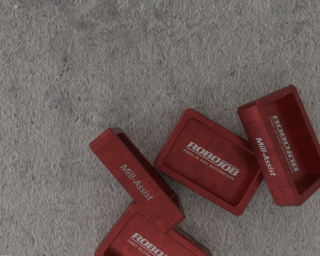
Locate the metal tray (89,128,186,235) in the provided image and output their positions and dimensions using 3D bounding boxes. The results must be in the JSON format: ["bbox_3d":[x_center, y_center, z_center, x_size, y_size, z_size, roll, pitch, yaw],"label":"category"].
[{"bbox_3d":[-0.025,0.058,0.377,0.030,0.090,0.130,-40,90,0],"label":"metal tray"}]

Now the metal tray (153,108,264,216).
[{"bbox_3d":[0.069,0.043,0.407,0.130,0.030,0.090,31,90,0],"label":"metal tray"}]

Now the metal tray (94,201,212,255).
[{"bbox_3d":[-0.007,0.166,0.407,0.130,0.030,0.090,37,90,0],"label":"metal tray"}]

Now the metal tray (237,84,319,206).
[{"bbox_3d":[0.157,0.019,0.385,0.091,0.030,0.129,-23,90,-36],"label":"metal tray"}]
